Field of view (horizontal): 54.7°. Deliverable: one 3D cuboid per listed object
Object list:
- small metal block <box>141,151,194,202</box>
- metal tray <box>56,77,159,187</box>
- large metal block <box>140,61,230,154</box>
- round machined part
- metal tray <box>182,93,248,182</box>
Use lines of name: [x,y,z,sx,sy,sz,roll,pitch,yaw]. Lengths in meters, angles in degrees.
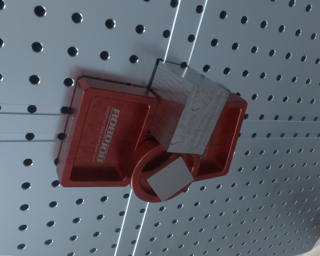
small metal block: [0.009,0.058,0.393,0.050,0.025,0.050,-34,129,-6]
metal tray: [-0.065,0.011,0.374,0.091,0.030,0.129,6,115,-31]
large metal block: [0.025,-0.025,0.369,0.050,0.080,0.079,6,115,-31]
round machined part: [0.001,0.048,0.414,0.099,0.042,0.097,-14,124,-21]
metal tray: [0.068,0.016,0.450,0.091,0.030,0.129,-6,121,-25]
